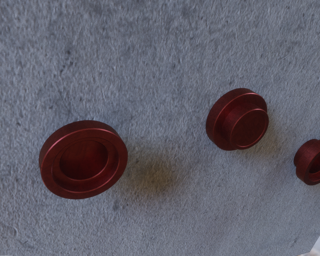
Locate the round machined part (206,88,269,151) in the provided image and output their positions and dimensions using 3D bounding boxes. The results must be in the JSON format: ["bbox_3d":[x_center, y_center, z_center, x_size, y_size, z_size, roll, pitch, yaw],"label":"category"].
[{"bbox_3d":[0.121,-0.007,0.460,0.099,0.042,0.097,-14,125,-21],"label":"round machined part"}]

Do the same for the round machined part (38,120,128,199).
[{"bbox_3d":[-0.092,0.033,0.367,0.099,0.042,0.097,-14,125,-21],"label":"round machined part"}]

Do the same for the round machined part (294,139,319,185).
[{"bbox_3d":[0.302,0.060,0.602,0.099,0.042,0.097,-14,125,-21],"label":"round machined part"}]
